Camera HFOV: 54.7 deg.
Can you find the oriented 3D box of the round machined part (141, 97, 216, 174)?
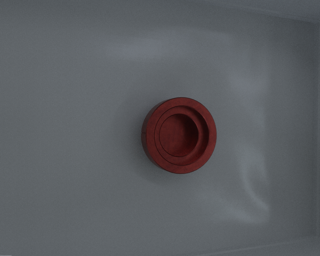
[{"bbox_3d":[0.022,0.009,0.411,0.099,0.042,0.097,0,90,-21],"label":"round machined part"}]
